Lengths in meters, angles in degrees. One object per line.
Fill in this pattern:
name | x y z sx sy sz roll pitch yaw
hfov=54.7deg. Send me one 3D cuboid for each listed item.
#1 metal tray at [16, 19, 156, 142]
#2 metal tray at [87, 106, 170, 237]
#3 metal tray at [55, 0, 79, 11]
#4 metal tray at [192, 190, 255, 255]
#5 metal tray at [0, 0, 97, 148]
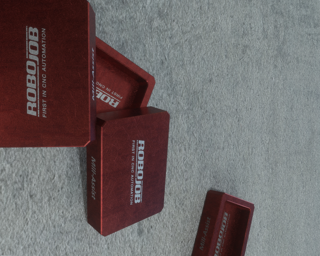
metal tray | -0.073 -0.046 0.339 0.131 0.030 0.090 30 71 -36
metal tray | -0.035 0.045 0.350 0.091 0.030 0.129 -12 112 -41
metal tray | -0.130 -0.183 0.291 0.131 0.030 0.090 23 76 -38
metal tray | 0.099 0.171 0.483 0.090 0.030 0.130 26 73 -37
metal tray | -0.106 -0.048 0.279 0.091 0.030 0.129 0 91 -1
